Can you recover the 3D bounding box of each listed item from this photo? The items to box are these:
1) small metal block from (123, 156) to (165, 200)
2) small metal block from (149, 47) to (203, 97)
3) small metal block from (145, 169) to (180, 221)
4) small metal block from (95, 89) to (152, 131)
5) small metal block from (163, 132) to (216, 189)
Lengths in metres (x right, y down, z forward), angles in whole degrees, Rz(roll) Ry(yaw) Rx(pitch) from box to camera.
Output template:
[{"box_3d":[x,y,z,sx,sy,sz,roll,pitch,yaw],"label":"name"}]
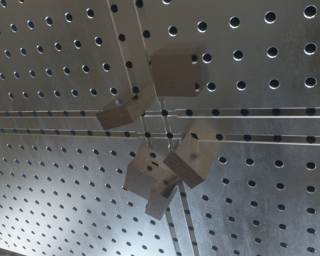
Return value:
[{"box_3d":[-0.024,0.077,0.470,0.050,0.025,0.050,24,127,13],"label":"small metal block"},{"box_3d":[0.020,-0.064,0.360,0.050,0.025,0.050,4,120,26],"label":"small metal block"},{"box_3d":[0.004,0.097,0.451,0.025,0.050,0.050,24,127,12],"label":"small metal block"},{"box_3d":[-0.047,-0.024,0.403,0.050,0.050,0.025,-14,111,33],"label":"small metal block"},{"box_3d":[0.039,0.041,0.399,0.050,0.050,0.025,44,129,-3],"label":"small metal block"}]
